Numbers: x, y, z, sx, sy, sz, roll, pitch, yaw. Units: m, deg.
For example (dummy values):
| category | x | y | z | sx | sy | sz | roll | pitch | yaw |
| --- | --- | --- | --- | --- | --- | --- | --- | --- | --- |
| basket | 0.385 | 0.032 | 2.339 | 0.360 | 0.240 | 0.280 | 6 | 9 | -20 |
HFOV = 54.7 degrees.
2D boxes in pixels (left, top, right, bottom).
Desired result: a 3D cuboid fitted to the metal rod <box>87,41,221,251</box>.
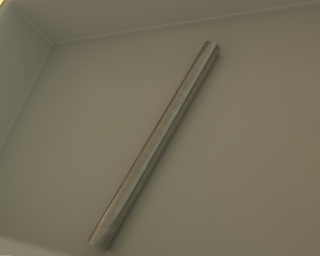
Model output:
| category | x | y | z | sx | sy | sz | roll | pitch | yaw |
| --- | --- | --- | --- | --- | --- | --- | --- | --- | --- |
| metal rod | 0.000 | 0.011 | 0.397 | 0.025 | 0.025 | 0.300 | 20 | 72 | 35 |
